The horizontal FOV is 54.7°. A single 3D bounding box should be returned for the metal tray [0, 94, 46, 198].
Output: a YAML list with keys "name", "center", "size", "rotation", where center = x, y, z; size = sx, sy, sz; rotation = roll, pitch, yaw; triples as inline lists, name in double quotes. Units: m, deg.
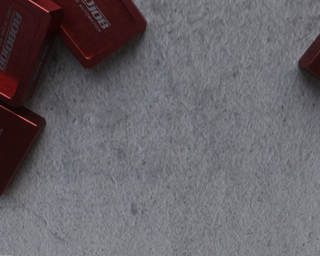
- name: "metal tray"
  center: [-0.224, 0.022, 0.412]
  size: [0.090, 0.030, 0.129]
  rotation: [32, 107, -12]

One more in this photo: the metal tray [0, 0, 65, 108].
- name: "metal tray"
  center: [-0.174, -0.098, 0.348]
  size: [0.090, 0.030, 0.129]
  rotation: [32, 120, -6]

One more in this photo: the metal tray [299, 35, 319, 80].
- name: "metal tray"
  center: [0.247, -0.106, 0.371]
  size: [0.090, 0.030, 0.129]
  rotation: [31, 107, -11]

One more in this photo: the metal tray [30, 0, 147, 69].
- name: "metal tray"
  center: [-0.087, -0.145, 0.352]
  size: [0.090, 0.030, 0.130]
  rotation: [-34, 107, 11]
